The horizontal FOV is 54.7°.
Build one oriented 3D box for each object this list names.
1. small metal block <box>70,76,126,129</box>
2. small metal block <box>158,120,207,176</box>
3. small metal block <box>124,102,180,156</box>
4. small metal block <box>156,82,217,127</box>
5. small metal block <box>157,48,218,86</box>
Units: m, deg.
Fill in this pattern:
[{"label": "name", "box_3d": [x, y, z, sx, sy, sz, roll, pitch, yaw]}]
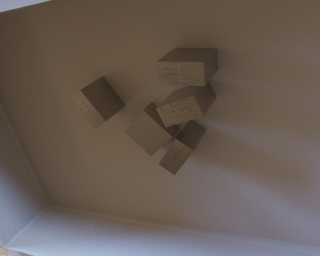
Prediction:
[{"label": "small metal block", "box_3d": [-0.082, -0.034, 0.412, 0.025, 0.050, 0.050, -30, 102, 37]}, {"label": "small metal block", "box_3d": [0.029, 0.024, 0.391, 0.025, 0.050, 0.050, 35, 129, 4]}, {"label": "small metal block", "box_3d": [-0.011, 0.002, 0.415, 0.050, 0.025, 0.050, 43, 129, -2]}, {"label": "small metal block", "box_3d": [0.031, -0.029, 0.357, 0.050, 0.050, 0.025, -17, 110, 34]}, {"label": "small metal block", "box_3d": [0.031, -0.067, 0.334, 0.050, 0.050, 0.025, 7, 121, 24]}]
